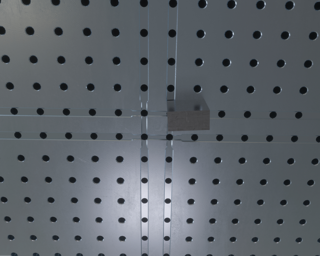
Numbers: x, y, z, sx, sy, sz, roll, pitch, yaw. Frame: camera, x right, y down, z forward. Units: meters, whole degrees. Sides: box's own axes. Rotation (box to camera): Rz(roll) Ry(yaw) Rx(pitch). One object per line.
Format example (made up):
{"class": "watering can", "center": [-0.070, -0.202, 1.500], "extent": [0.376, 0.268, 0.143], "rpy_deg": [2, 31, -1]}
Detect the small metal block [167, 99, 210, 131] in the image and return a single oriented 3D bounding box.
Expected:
{"class": "small metal block", "center": [0.034, -0.017, 0.394], "extent": [0.050, 0.050, 0.025], "rpy_deg": [-2, 110, 1]}
